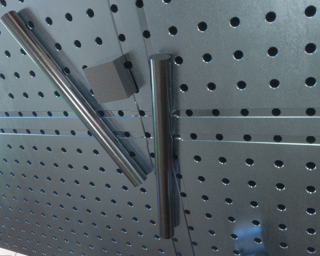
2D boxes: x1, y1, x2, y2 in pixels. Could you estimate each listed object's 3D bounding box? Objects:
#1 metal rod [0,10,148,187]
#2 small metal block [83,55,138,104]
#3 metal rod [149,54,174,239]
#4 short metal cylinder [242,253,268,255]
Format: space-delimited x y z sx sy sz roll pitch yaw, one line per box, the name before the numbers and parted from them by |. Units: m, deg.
metal rod | -0.119 -0.035 0.449 0.025 0.025 0.299 -30 103 37
small metal block | -0.065 -0.062 0.405 0.050 0.025 0.050 -8 115 31
metal rod | 0.005 0.045 0.434 0.025 0.025 0.298 11 123 22
short metal cylinder | 0.133 0.226 0.445 0.050 0.080 0.080 -32 101 38
